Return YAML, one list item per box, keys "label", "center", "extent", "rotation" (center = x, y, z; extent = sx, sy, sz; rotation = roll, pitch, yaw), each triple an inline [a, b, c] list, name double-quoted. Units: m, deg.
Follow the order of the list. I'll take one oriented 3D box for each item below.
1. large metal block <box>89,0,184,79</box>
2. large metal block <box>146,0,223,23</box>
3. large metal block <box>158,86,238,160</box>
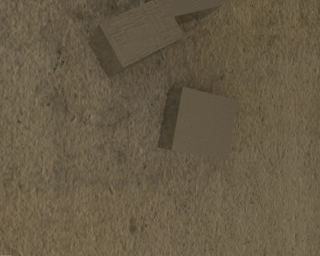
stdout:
- label: "large metal block"
  center: [-0.031, -0.105, 0.369]
  extent: [0.080, 0.080, 0.050]
  rotation: [-31, 101, -18]
- label: "large metal block"
  center: [0.025, -0.184, 0.406]
  extent: [0.081, 0.050, 0.080]
  rotation: [-21, 97, -19]
- label: "large metal block"
  center: [0.050, -0.005, 0.415]
  extent: [0.081, 0.050, 0.080]
  rotation: [11, 86, -20]
